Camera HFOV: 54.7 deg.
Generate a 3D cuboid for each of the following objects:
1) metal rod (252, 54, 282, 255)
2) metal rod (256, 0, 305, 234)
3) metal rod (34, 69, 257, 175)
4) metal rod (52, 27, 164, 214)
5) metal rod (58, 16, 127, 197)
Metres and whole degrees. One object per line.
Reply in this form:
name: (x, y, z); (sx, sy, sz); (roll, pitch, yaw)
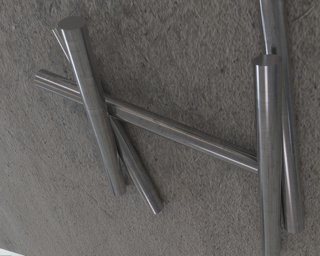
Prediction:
metal rod: (0.125, 0.061, 0.354); (0.025, 0.025, 0.298); (4, 128, 26)
metal rod: (0.133, -0.006, 0.333); (0.025, 0.025, 0.298); (-2, 118, 29)
metal rod: (-0.018, -0.011, 0.388); (0.301, 0.025, 0.025); (22, 127, 7)
metal rod: (-0.065, -0.001, 0.440); (0.025, 0.025, 0.299); (-13, 112, 33)
metal rod: (-0.073, 0.003, 0.394); (0.025, 0.025, 0.298); (18, 142, 18)
